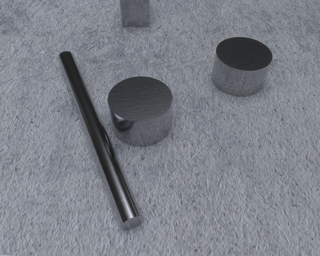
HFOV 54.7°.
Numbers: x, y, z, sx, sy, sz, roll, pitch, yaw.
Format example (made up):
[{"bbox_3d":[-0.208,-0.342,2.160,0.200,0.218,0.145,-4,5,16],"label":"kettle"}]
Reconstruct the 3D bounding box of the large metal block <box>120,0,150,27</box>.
[{"bbox_3d":[-0.045,-0.244,0.572,0.050,0.080,0.080,0,50,-1],"label":"large metal block"}]

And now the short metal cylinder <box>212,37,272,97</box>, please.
[{"bbox_3d":[0.121,-0.093,0.467,0.081,0.050,0.080,0,50,0],"label":"short metal cylinder"}]

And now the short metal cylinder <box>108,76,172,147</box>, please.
[{"bbox_3d":[-0.025,-0.022,0.405,0.081,0.050,0.080,0,50,0],"label":"short metal cylinder"}]

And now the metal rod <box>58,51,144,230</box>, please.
[{"bbox_3d":[-0.089,-0.007,0.407,0.025,0.025,0.300,-19,53,-15],"label":"metal rod"}]
